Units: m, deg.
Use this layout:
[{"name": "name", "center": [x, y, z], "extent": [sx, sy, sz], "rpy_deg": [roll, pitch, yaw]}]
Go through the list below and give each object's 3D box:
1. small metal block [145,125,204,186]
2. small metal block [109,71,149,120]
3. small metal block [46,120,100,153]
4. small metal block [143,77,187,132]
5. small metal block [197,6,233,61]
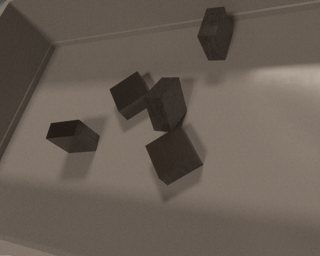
[{"name": "small metal block", "center": [0.017, 0.033, 0.376], "extent": [0.050, 0.025, 0.050], "rpy_deg": [-31, 52, 7]}, {"name": "small metal block", "center": [-0.040, -0.048, 0.455], "extent": [0.050, 0.025, 0.050], "rpy_deg": [-32, 52, 7]}, {"name": "small metal block", "center": [-0.124, 0.013, 0.445], "extent": [0.050, 0.050, 0.025], "rpy_deg": [-6, 59, 25]}, {"name": "small metal block", "center": [0.008, -0.030, 0.392], "extent": [0.025, 0.050, 0.050], "rpy_deg": [4, 38, 30]}, {"name": "small metal block", "center": [0.077, -0.129, 0.427], "extent": [0.025, 0.050, 0.050], "rpy_deg": [5, 64, 30]}]
